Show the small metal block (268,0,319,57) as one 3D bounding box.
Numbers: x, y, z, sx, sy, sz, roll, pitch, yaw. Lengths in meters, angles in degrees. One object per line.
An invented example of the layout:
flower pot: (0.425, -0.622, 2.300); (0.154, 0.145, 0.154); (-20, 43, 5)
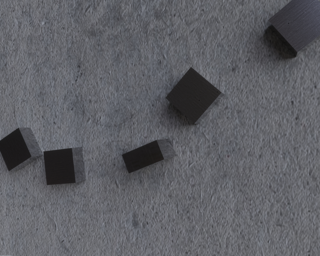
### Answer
small metal block: (0.160, -0.118, 0.352); (0.050, 0.025, 0.050); (-39, 78, 15)

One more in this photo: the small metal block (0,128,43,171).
small metal block: (-0.220, 0.033, 0.487); (0.050, 0.025, 0.050); (-31, 80, 17)

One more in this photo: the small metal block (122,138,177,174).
small metal block: (-0.013, 0.035, 0.400); (0.050, 0.050, 0.025); (-24, 82, 18)

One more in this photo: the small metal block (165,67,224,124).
small metal block: (0.045, -0.040, 0.393); (0.050, 0.025, 0.050); (43, 103, 14)

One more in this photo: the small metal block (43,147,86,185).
small metal block: (-0.141, 0.056, 0.459); (0.050, 0.025, 0.050); (-8, 87, 19)
